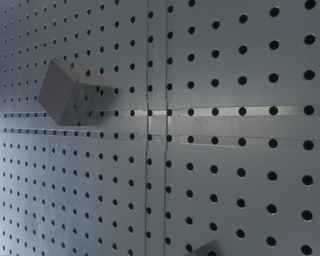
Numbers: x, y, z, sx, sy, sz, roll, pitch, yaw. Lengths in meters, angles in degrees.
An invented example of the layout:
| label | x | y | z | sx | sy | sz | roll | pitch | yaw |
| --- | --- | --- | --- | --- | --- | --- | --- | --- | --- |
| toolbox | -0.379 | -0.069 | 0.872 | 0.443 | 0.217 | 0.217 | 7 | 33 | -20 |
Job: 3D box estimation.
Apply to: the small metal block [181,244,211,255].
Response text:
| label | x | y | z | sx | sy | sz | roll | pitch | yaw |
| --- | --- | --- | --- | --- | --- | --- | --- | --- | --- |
| small metal block | 0.042 | 0.177 | 0.374 | 0.050 | 0.025 | 0.050 | -41 | 66 | 32 |

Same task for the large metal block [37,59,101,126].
| label | x | y | z | sx | sy | sz | roll | pitch | yaw |
| --- | --- | --- | --- | --- | --- | --- | --- | --- | --- |
| large metal block | -0.154 | -0.059 | 0.521 | 0.080 | 0.050 | 0.080 | 42 | 115 | 32 |
